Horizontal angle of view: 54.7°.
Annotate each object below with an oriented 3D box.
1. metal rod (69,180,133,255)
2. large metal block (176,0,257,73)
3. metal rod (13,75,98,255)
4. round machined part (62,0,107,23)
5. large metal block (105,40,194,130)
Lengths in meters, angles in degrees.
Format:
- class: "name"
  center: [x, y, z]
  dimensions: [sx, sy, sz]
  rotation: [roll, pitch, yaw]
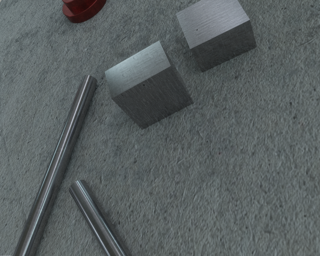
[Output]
- class: "metal rod"
  center: [-0.025, 0.160, 0.317]
  dimensions: [0.025, 0.025, 0.300]
  rotation: [-44, 51, -2]
- class: "large metal block"
  center: [0.077, -0.136, 0.430]
  dimensions: [0.080, 0.050, 0.080]
  rotation: [-24, 53, 13]
- class: "metal rod"
  center: [-0.147, 0.052, 0.446]
  dimensions: [0.025, 0.025, 0.300]
  rotation: [-1, 61, 27]
- class: "round machined part"
  center: [-0.162, -0.268, 0.640]
  dimensions: [0.098, 0.042, 0.098]
  rotation: [-13, 56, 20]
- class: "large metal block"
  center: [-0.013, -0.053, 0.406]
  dimensions: [0.080, 0.080, 0.050]
  rotation: [-28, 53, 11]
